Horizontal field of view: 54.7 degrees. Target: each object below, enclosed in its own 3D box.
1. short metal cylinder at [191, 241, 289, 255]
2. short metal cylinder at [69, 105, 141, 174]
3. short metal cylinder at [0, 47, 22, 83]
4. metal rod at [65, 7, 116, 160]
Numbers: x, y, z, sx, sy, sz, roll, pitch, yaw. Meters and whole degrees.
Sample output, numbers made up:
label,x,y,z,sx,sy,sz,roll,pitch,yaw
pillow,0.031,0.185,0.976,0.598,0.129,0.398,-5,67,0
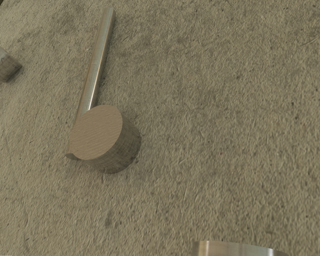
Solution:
label,x,y,z,sx,sy,sz,roll,pitch,yaw
short metal cylinder,0.065,0.128,0.257,0.080,0.080,0.050,-4,60,26
short metal cylinder,-0.072,0.016,0.416,0.080,0.050,0.080,-13,56,21
short metal cylinder,-0.329,-0.137,0.625,0.050,0.080,0.080,-49,52,-6
metal rod,-0.109,-0.089,0.515,0.025,0.025,0.299,-8,58,24
